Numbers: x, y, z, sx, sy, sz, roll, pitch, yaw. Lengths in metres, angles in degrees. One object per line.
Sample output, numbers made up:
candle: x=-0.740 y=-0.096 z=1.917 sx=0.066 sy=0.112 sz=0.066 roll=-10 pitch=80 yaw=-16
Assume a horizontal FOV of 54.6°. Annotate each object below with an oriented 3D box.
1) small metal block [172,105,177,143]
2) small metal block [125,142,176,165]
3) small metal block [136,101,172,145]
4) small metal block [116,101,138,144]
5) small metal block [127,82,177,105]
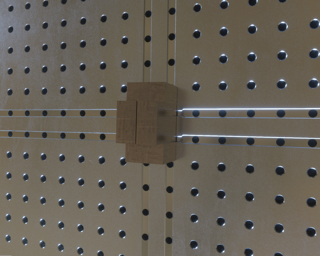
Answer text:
small metal block: x=-0.006 y=-0.007 z=0.415 sx=0.050 sy=0.025 sz=0.050 roll=2 pitch=91 yaw=21
small metal block: x=-0.011 y=0.031 z=0.403 sx=0.050 sy=0.050 sz=0.025 roll=2 pitch=91 yaw=20
small metal block: x=-0.006 y=-0.006 z=0.375 sx=0.025 sy=0.050 sz=0.050 roll=2 pitch=91 yaw=21
small metal block: x=-0.031 y=-0.007 z=0.384 sx=0.025 sy=0.050 sz=0.050 roll=2 pitch=91 yaw=20
small metal block: x=-0.009 y=-0.044 z=0.402 sx=0.050 sy=0.050 sz=0.025 roll=2 pitch=91 yaw=20
